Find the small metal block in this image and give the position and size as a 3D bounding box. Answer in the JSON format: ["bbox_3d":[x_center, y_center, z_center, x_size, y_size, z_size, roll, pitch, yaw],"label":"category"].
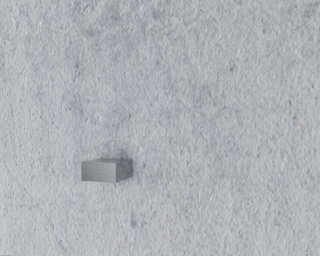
[{"bbox_3d":[-0.070,0.056,0.419,0.050,0.050,0.025,0,90,19],"label":"small metal block"}]
